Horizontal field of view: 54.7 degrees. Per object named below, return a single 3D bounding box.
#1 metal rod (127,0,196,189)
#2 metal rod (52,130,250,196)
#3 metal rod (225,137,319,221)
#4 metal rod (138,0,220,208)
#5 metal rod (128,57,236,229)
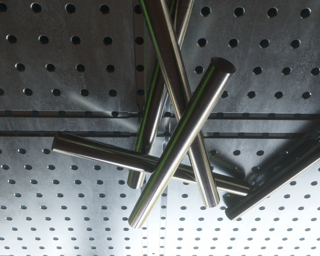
[{"bbox_3d":[-0.007,-0.025,0.389,0.025,0.025,0.298,9,130,-8],"label":"metal rod"},{"bbox_3d":[0.006,0.056,0.431,0.302,0.025,0.025,18,128,-26],"label":"metal rod"},{"bbox_3d":[0.205,0.056,0.462,0.025,0.025,0.298,26,125,-21],"label":"metal rod"},{"bbox_3d":[0.033,-0.007,0.366,0.025,0.025,0.299,-13,126,10],"label":"metal rod"},{"bbox_3d":[0.010,0.044,0.380,0.025,0.025,0.298,14,133,-12],"label":"metal rod"}]
